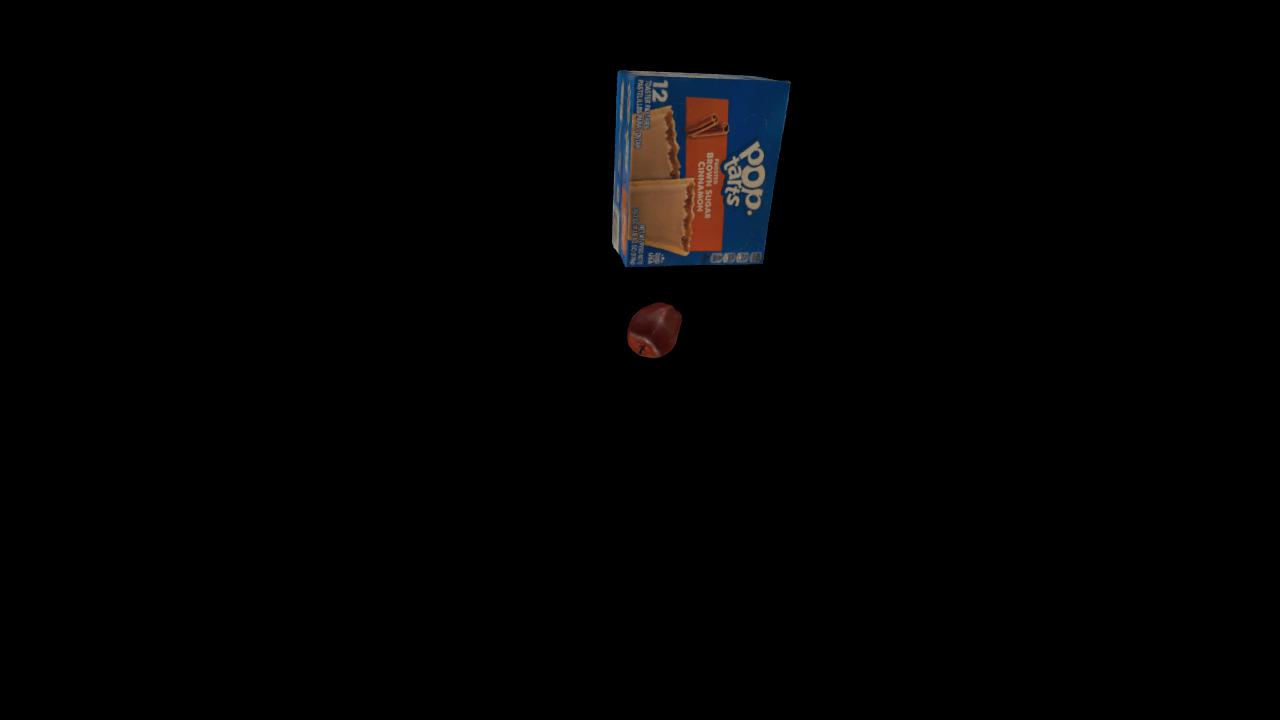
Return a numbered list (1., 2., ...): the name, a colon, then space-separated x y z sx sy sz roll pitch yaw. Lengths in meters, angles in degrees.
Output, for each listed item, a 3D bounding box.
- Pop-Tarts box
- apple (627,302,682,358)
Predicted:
1. Pop-Tarts box: 0.050 -0.179 0.583 0.141 0.167 0.083 -3 30 -12
2. apple: 0.021 -0.045 0.949 0.079 0.093 0.079 28 -26 15
